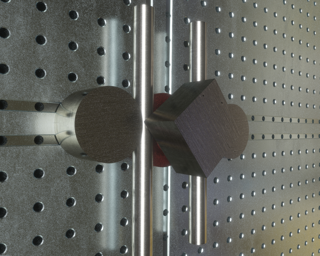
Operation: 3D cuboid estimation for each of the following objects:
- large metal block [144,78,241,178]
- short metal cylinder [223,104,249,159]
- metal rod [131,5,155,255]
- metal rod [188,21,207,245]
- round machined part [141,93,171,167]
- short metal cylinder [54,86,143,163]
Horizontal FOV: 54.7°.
[{"bbox_3d":[0.041,-0.001,0.366,0.080,0.050,0.080,-46,118,-30],"label":"large metal block"},{"bbox_3d":[0.089,0.005,0.467,0.081,0.050,0.080,0,90,-40],"label":"short metal cylinder"},{"bbox_3d":[-0.020,0.008,0.365,0.025,0.025,0.298,1,90,-40],"label":"metal rod"},{"bbox_3d":[0.052,0.007,0.425,0.025,0.025,0.298,0,90,-40],"label":"metal rod"},{"bbox_3d":[0.007,0.003,0.405,0.099,0.042,0.097,0,90,-40],"label":"round machined part"},{"bbox_3d":[-0.066,-0.004,0.337,0.081,0.050,0.080,0,90,-40],"label":"short metal cylinder"}]
